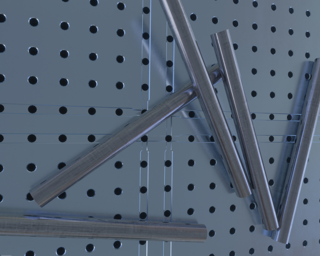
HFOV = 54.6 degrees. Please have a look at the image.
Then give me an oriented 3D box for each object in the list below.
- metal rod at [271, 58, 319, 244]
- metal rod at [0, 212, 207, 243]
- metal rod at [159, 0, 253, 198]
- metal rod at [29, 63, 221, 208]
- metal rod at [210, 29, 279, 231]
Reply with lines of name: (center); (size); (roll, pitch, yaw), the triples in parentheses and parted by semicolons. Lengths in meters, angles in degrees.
metal rod: (0.227, 0.032, 0.495); (0.025, 0.025, 0.299); (18, 84, -19)
metal rod: (-0.080, 0.124, 0.383); (0.302, 0.025, 0.025); (10, 87, -20)
metal rod: (0.066, -0.034, 0.412); (0.025, 0.025, 0.299); (-30, 109, -17)
metal rod: (-0.026, -0.001, 0.402); (0.301, 0.025, 0.025); (-35, 102, -17)
metal rod: (0.124, 0.012, 0.441); (0.025, 0.025, 0.299); (-23, 104, -18)
